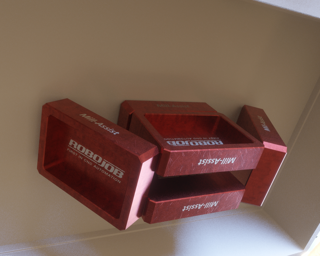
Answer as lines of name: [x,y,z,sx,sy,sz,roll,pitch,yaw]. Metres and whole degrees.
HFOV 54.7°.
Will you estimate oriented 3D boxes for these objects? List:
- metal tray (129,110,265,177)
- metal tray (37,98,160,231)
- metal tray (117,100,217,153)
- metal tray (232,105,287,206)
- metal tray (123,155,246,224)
metal tray: [0.041,0.013,0.355,0.131,0.090,0.030,0,118,-29]
metal tray: [-0.071,0.035,0.324,0.030,0.130,0.089,-26,137,-55]
metal tray: [0.007,0.011,0.414,0.131,0.030,0.089,-1,119,-29]
metal tray: [0.126,0.033,0.429,0.030,0.130,0.089,14,115,-2]
metal tray: [0.027,0.066,0.381,0.131,0.090,0.030,-1,118,-29]
